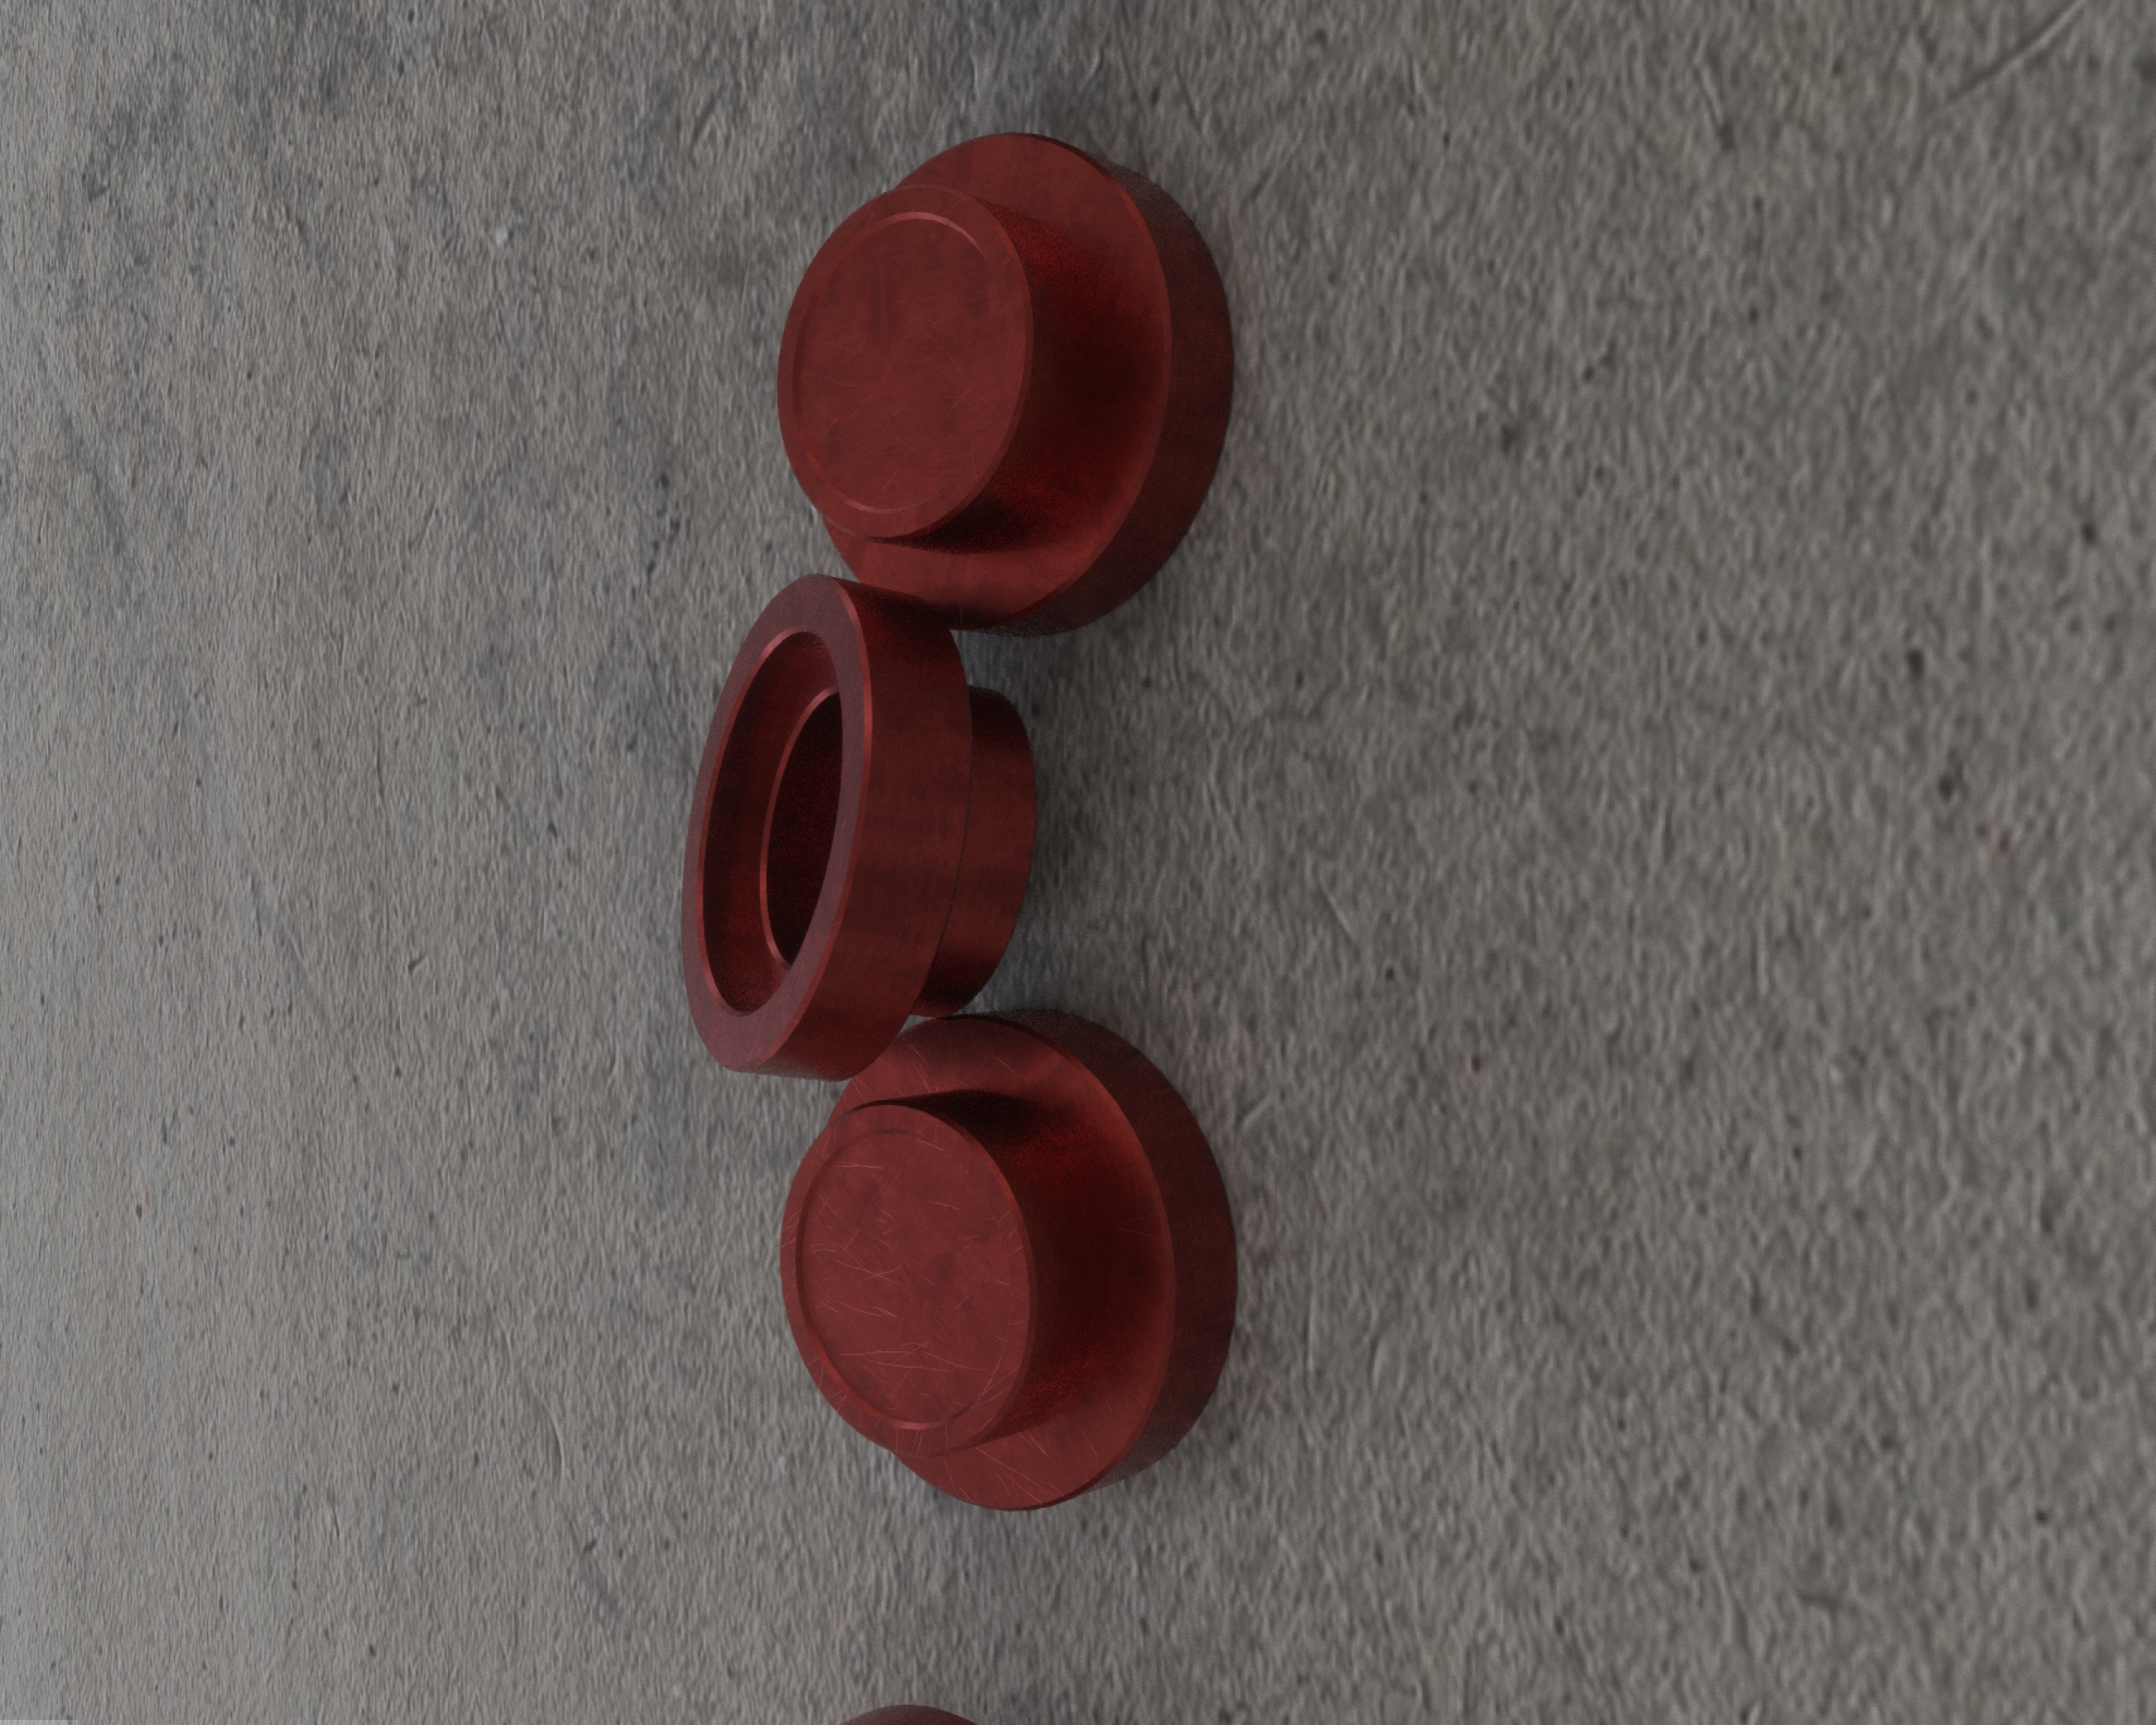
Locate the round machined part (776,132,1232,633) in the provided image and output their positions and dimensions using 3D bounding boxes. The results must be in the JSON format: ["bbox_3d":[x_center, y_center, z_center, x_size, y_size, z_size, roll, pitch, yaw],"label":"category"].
[{"bbox_3d":[-0.021,-0.095,0.412,0.098,0.042,0.097,0,90,40],"label":"round machined part"}]

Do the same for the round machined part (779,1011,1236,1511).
[{"bbox_3d":[-0.021,0.079,0.411,0.098,0.042,0.097,0,90,40],"label":"round machined part"}]

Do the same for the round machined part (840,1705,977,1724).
[{"bbox_3d":[-0.024,0.217,0.414,0.098,0.042,0.097,0,90,40],"label":"round machined part"}]

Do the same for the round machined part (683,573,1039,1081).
[{"bbox_3d":[-0.042,-0.005,0.414,0.098,0.042,0.098,-29,56,56],"label":"round machined part"}]
